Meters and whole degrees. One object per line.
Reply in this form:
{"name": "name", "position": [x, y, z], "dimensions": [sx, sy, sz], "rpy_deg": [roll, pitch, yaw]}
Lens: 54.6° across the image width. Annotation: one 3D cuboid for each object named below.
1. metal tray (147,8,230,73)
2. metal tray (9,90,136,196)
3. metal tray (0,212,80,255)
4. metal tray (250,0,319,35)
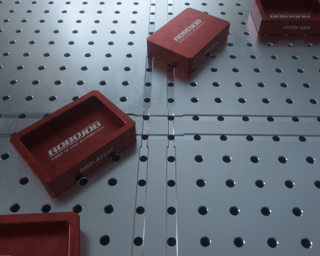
{"name": "metal tray", "position": [0.050, -0.156, 0.536], "dimensions": [0.090, 0.030, 0.131], "rpy_deg": [29, 56, 22]}
{"name": "metal tray", "position": [-0.106, 0.013, 0.393], "dimensions": [0.131, 0.030, 0.090], "rpy_deg": [-35, 58, -26]}
{"name": "metal tray", "position": [-0.140, 0.126, 0.278], "dimensions": [0.131, 0.030, 0.090], "rpy_deg": [2, 49, -17]}
{"name": "metal tray", "position": [0.246, -0.214, 0.585], "dimensions": [0.131, 0.030, 0.090], "rpy_deg": [0, 50, 0]}
